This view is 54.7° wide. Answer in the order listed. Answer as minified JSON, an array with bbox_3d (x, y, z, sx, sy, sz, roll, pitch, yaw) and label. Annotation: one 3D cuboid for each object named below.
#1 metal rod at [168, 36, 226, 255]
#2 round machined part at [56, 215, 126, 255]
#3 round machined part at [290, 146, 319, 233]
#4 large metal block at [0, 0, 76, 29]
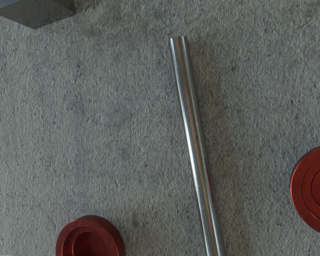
[{"bbox_3d":[0.048,0.033,0.391,0.025,0.025,0.298,-11,86,19],"label":"metal rod"},{"bbox_3d":[-0.092,0.170,0.432,0.098,0.042,0.097,0,90,20],"label":"round machined part"},{"bbox_3d":[0.192,0.064,0.332,0.098,0.042,0.097,0,90,20],"label":"round machined part"},{"bbox_3d":[-0.181,-0.188,0.444,0.080,0.080,0.050,-11,86,19],"label":"large metal block"}]
